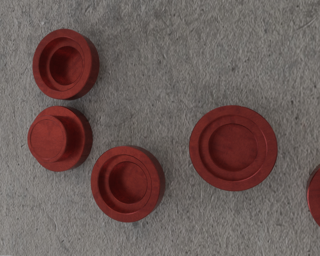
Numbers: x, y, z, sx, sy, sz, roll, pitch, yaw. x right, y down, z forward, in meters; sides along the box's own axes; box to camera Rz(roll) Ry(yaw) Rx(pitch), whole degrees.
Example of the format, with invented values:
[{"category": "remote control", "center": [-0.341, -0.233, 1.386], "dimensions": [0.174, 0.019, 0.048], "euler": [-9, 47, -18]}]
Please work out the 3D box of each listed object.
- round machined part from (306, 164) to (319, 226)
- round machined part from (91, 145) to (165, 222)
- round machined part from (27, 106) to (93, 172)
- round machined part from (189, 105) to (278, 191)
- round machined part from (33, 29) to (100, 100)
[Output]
[{"category": "round machined part", "center": [0.209, 0.076, 0.326], "dimensions": [0.098, 0.042, 0.097], "euler": [0, 90, 20]}, {"category": "round machined part", "center": [-0.039, 0.071, 0.414], "dimensions": [0.098, 0.042, 0.097], "euler": [0, 90, 20]}, {"category": "round machined part", "center": [-0.152, 0.016, 0.454], "dimensions": [0.098, 0.042, 0.097], "euler": [0, 90, 20]}, {"category": "round machined part", "center": [0.088, 0.023, 0.369], "dimensions": [0.098, 0.042, 0.097], "euler": [0, 90, 20]}, {"category": "round machined part", "center": [-0.129, -0.088, 0.446], "dimensions": [0.098, 0.042, 0.097], "euler": [0, 90, 20]}]
